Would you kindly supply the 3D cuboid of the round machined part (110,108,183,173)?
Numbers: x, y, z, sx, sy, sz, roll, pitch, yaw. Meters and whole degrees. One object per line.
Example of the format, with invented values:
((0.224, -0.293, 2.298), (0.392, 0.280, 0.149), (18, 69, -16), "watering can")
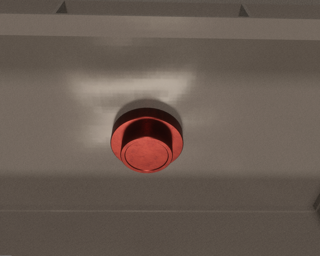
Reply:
((-0.018, 0.024, 0.418), (0.099, 0.042, 0.097), (-1, 130, 0), "round machined part")
